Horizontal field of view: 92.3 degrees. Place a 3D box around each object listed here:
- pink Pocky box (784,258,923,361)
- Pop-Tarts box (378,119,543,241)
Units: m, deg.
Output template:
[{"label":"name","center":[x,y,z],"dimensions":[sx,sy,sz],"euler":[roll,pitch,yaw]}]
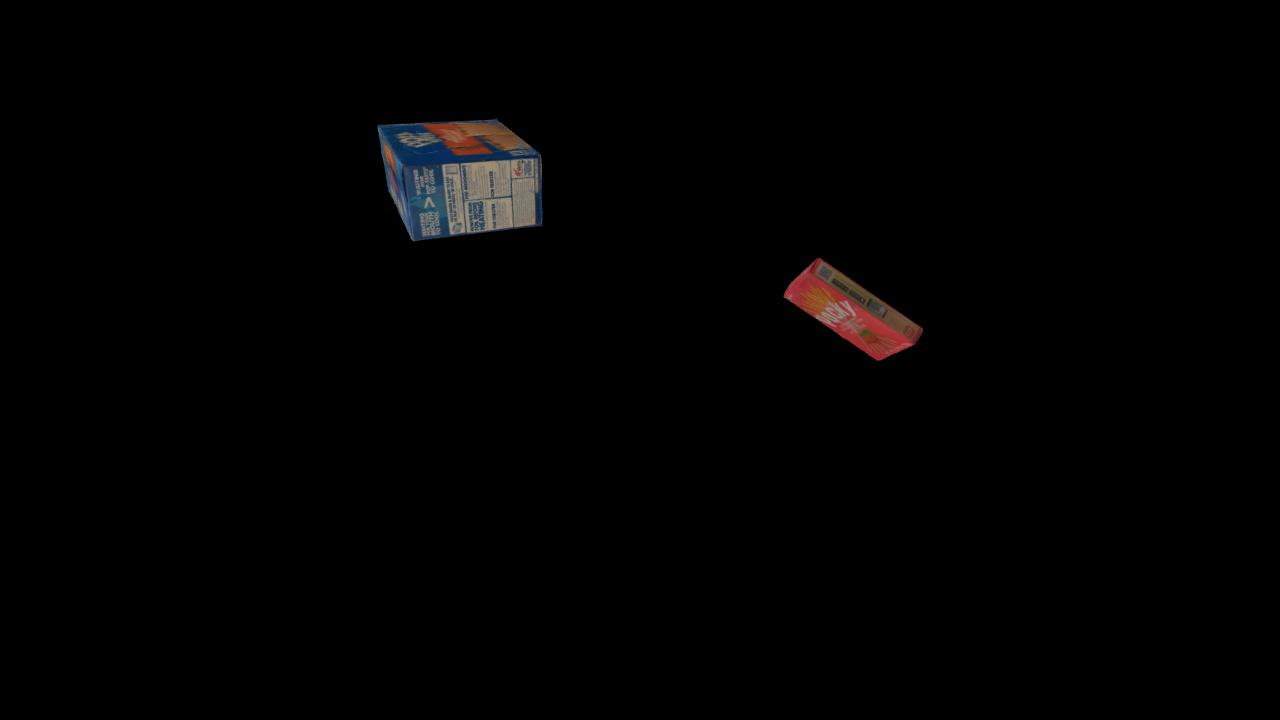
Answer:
[{"label":"pink Pocky box","center":[0.262,-0.060,0.768],"dimensions":[0.155,0.029,0.084],"euler":[35,-17,0]},{"label":"Pop-Tarts box","center":[-0.202,-0.207,0.685],"dimensions":[0.141,0.083,0.167],"euler":[-13,36,-23]}]
